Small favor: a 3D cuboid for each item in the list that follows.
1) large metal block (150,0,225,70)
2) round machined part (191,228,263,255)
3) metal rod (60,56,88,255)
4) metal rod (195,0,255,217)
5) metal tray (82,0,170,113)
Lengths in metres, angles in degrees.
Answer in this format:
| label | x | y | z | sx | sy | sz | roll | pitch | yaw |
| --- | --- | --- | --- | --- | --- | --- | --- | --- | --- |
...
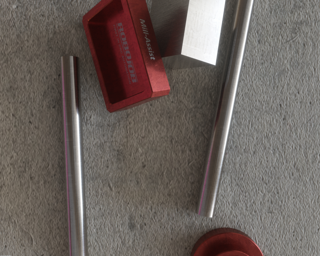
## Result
| label | x | y | z | sx | sy | sz | roll | pitch | yaw |
| --- | --- | --- | --- | --- | --- | --- | --- | --- | --- |
| large metal block | 0.027 | -0.118 | 0.376 | 0.050 | 0.080 | 0.080 | 9 | 90 | -34 |
| round machined part | 0.090 | 0.185 | 0.403 | 0.099 | 0.042 | 0.097 | 0 | 90 | -1 |
| metal rod | -0.113 | 0.057 | 0.408 | 0.025 | 0.025 | 0.298 | -3 | 90 | -1 |
| metal rod | 0.087 | -0.032 | 0.411 | 0.025 | 0.025 | 0.298 | 11 | 90 | -1 |
| metal tray | -0.044 | -0.091 | 0.379 | 0.030 | 0.090 | 0.129 | -16 | 90 | -45 |
